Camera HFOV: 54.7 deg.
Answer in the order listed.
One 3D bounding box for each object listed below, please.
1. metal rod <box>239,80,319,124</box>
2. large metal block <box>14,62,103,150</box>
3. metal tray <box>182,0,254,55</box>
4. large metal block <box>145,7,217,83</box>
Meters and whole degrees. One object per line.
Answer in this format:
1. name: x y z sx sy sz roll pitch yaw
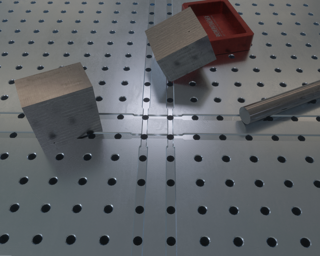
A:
1. metal rod: 0.253 -0.064 0.462 0.302 0.025 0.025 -19 53 -15
2. large metal block: -0.125 -0.027 0.394 0.081 0.080 0.050 -20 53 -16
3. metal tray: 0.100 -0.186 0.560 0.091 0.030 0.130 -11 51 -9
4. large metal block: 0.031 -0.130 0.482 0.080 0.050 0.080 -26 51 9
